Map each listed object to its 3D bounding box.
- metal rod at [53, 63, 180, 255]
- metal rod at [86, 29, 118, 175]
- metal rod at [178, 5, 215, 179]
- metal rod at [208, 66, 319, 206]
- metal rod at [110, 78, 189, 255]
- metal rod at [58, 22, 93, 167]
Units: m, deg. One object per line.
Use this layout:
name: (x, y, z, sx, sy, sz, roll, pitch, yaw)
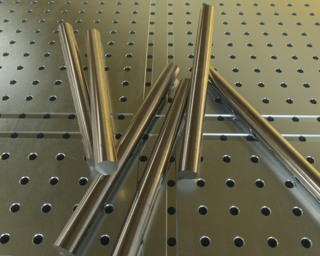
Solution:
metal rod: (-0.038, 0.015, 0.394, 0.025, 0.025, 0.301, 17, 52, 14)
metal rod: (-0.088, -0.060, 0.440, 0.025, 0.025, 0.300, -9, 45, -7)
metal rod: (0.056, -0.071, 0.441, 0.025, 0.025, 0.300, 7, 58, 6)
metal rod: (0.137, 0.007, 0.402, 0.025, 0.025, 0.300, -23, 54, -18)
metal rod: (-0.003, 0.045, 0.369, 0.025, 0.025, 0.300, 13, 51, 11)
metal rod: (-0.123, -0.069, 0.465, 0.025, 0.025, 0.300, -14, 52, -12)
